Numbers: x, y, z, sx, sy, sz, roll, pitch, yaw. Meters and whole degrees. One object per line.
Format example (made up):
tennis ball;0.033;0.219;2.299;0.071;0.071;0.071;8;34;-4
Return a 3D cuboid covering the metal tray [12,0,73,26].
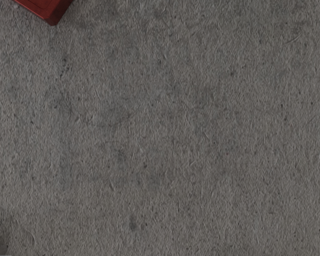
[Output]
metal tray;-0.173;-0.208;0.405;0.130;0.030;0.090;33;90;0

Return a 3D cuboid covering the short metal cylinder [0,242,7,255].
short metal cylinder;-0.238;0.171;0.381;0.050;0.080;0.080;26;90;0
